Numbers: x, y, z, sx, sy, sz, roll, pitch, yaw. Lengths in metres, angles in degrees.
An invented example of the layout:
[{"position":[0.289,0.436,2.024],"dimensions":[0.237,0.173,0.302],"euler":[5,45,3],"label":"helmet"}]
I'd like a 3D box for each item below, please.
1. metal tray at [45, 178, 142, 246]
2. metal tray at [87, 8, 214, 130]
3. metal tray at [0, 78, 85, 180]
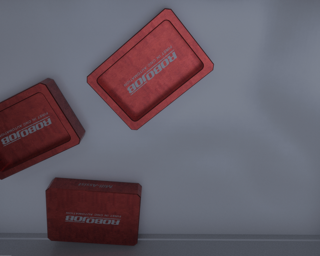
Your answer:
[{"position":[-0.095,0.123,0.453],"dimensions":[0.131,0.030,0.089],"euler":[4,110,-2],"label":"metal tray"},{"position":[-0.012,-0.070,0.382],"dimensions":[0.130,0.030,0.090],"euler":[-38,106,12],"label":"metal tray"},{"position":[-0.178,0.003,0.407],"dimensions":[0.130,0.030,0.090],"euler":[-25,109,8],"label":"metal tray"}]
